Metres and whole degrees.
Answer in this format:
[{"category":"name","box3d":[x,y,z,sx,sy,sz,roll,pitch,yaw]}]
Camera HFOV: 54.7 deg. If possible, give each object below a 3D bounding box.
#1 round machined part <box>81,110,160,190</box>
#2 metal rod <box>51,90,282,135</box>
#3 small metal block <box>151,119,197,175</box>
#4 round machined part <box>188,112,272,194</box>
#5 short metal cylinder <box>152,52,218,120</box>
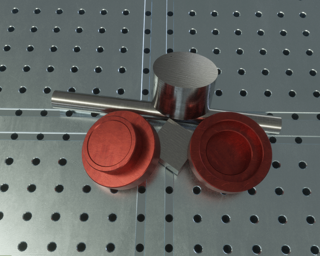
[{"category":"round machined part","box3d":[-0.053,0.023,0.376,0.098,0.042,0.098,-6,70,17]},{"category":"metal rod","box3d":[0.007,-0.021,0.416,0.302,0.025,0.025,7,70,2]},{"category":"small metal block","box3d":[0.017,0.024,0.399,0.050,0.025,0.050,35,73,11]},{"category":"round machined part","box3d":[0.083,0.032,0.385,0.099,0.042,0.098,1,72,-3]},{"category":"short metal cylinder","box3d":[0.030,-0.056,0.399,0.081,0.050,0.080,3,44,-2]}]
